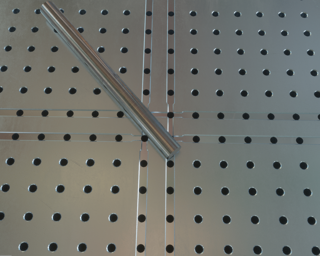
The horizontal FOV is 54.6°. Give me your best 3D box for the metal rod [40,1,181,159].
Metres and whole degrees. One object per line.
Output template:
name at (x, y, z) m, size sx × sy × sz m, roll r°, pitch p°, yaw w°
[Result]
metal rod at (-0.078, -0.076, 0.439) m, size 0.025 × 0.025 × 0.300 m, roll -38°, pitch 74°, yaw -13°
